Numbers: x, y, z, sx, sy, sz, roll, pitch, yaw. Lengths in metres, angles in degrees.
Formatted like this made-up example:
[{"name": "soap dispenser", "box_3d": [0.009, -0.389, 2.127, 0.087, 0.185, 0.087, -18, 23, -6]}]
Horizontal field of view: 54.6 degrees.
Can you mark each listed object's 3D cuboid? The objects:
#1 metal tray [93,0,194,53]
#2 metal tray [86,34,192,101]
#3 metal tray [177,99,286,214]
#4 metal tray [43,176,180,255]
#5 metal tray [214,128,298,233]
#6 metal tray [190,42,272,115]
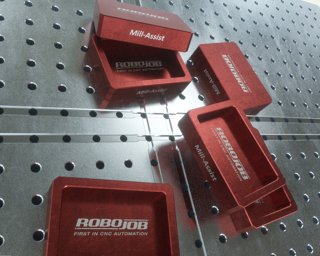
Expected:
[{"name": "metal tray", "box_3d": [-0.027, -0.150, 0.450, 0.131, 0.030, 0.090, 5, 34, -19]}, {"name": "metal tray", "box_3d": [-0.028, -0.090, 0.444, 0.131, 0.030, 0.090, -11, 67, -33]}, {"name": "metal tray", "box_3d": [0.091, 0.031, 0.394, 0.091, 0.030, 0.130, -16, 70, -34]}, {"name": "metal tray", "box_3d": [-0.047, 0.101, 0.317, 0.131, 0.030, 0.090, 9, 58, -24]}, {"name": "metal tray", "box_3d": [0.123, 0.067, 0.429, 0.091, 0.030, 0.130, -8, 66, -32]}, {"name": "metal tray", "box_3d": [0.119, -0.083, 0.519, 0.091, 0.030, 0.130, -14, 69, -34]}]
